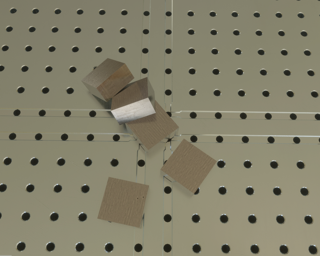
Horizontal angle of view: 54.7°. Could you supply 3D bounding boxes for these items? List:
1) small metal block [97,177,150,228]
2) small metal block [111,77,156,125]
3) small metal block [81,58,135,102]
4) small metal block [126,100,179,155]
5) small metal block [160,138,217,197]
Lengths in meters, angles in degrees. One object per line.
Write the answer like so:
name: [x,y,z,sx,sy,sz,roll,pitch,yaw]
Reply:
small metal block: [-0.043,0.091,0.378,0.050,0.025,0.050,11,70,4]
small metal block: [-0.034,-0.036,0.406,0.050,0.025,0.050,-18,38,11]
small metal block: [-0.072,-0.067,0.422,0.050,0.025,0.050,-44,39,-15]
small metal block: [-0.011,-0.001,0.412,0.050,0.025,0.050,-37,75,-13]
small metal block: [0.036,0.050,0.394,0.050,0.025,0.050,35,73,11]
